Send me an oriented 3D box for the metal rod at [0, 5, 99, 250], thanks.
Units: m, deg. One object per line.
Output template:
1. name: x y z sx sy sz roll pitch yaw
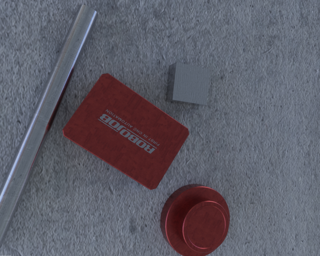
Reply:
1. metal rod: -0.138 -0.004 0.358 0.025 0.025 0.299 23 82 -19

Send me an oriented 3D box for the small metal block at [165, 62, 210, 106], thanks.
1. small metal block: 0.038 -0.059 0.424 0.050 0.025 0.050 7 88 -20

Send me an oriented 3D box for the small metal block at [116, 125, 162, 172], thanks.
1. small metal block: -0.026 0.028 0.400 0.050 0.025 0.050 39 77 -16

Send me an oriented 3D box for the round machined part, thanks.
1. round machined part: 0.054 0.129 0.421 0.099 0.042 0.097 0 90 -21

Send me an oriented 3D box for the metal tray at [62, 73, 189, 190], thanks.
1. metal tray: -0.040 0.006 0.385 0.130 0.030 0.090 34 78 -11
